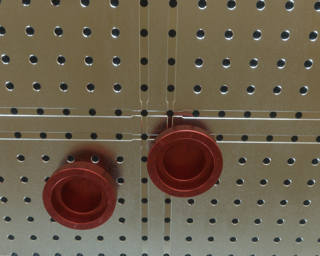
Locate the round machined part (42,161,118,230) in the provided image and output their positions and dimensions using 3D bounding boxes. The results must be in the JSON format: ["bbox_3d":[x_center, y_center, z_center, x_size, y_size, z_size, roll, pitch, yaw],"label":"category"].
[{"bbox_3d":[-0.109,0.090,0.437,0.099,0.042,0.097,0,110,0],"label":"round machined part"}]

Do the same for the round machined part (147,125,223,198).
[{"bbox_3d":[0.033,0.041,0.420,0.099,0.042,0.097,0,110,0],"label":"round machined part"}]
